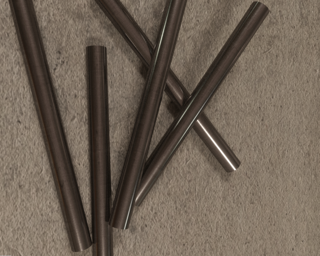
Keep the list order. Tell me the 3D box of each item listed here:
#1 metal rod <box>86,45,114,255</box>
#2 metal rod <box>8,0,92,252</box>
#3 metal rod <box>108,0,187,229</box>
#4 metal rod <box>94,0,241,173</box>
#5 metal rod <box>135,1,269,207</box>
[{"bbox_3d":[-0.074,0.051,0.382,0.025,0.025,0.298,-2,91,-20],"label":"metal rod"},{"bbox_3d":[-0.126,-0.002,0.362,0.025,0.025,0.298,-14,95,-20],"label":"metal rod"},{"bbox_3d":[-0.013,-0.027,0.379,0.025,0.025,0.298,16,87,-20],"label":"metal rod"},{"bbox_3d":[0.015,-0.058,0.415,0.025,0.025,0.300,-42,104,-15],"label":"metal rod"},{"bbox_3d":[0.047,-0.031,0.399,0.025,0.025,0.299,34,89,-17],"label":"metal rod"}]
